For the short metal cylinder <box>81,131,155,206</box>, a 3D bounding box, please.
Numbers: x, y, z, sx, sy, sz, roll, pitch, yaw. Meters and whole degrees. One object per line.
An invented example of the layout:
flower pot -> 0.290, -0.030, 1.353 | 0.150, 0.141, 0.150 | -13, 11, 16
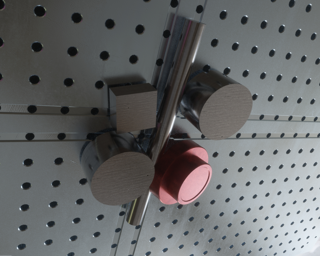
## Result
short metal cylinder -> -0.054, 0.050, 0.391 | 0.081, 0.050, 0.079 | -14, 124, -21

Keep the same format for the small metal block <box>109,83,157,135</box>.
small metal block -> -0.032, -0.024, 0.374 | 0.050, 0.025, 0.050 | -11, 123, -23

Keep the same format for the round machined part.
round machined part -> 0.036, 0.070, 0.443 | 0.099, 0.042, 0.097 | -27, 134, -31

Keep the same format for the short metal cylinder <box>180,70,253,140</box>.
short metal cylinder -> 0.074, -0.031, 0.411 | 0.081, 0.050, 0.079 | -14, 124, -21

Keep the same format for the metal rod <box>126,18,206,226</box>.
metal rod -> 0.001, 0.009, 0.412 | 0.025, 0.025, 0.298 | 3, 117, -30
